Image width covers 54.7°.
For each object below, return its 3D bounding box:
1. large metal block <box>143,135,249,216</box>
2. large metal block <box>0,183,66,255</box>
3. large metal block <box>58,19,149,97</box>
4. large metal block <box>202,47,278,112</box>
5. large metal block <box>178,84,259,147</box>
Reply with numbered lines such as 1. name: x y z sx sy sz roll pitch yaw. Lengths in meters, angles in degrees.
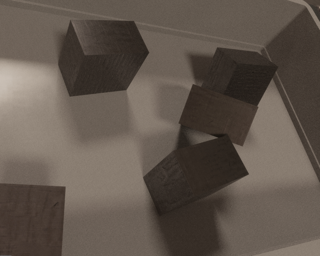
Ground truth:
1. large metal block: 0.039 0.056 0.359 0.081 0.080 0.050 -13 69 -34
2. large metal block: -0.112 0.097 0.251 0.050 0.080 0.080 9 58 -24
3. large metal block: -0.072 -0.086 0.385 0.081 0.080 0.050 -12 68 -33
4. large metal block: 0.117 -0.071 0.470 0.081 0.079 0.050 -3 39 -30
5. large metal block: 0.073 -0.019 0.404 0.080 0.050 0.080 20 8 5
